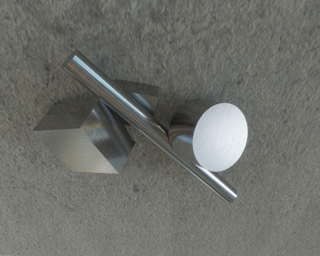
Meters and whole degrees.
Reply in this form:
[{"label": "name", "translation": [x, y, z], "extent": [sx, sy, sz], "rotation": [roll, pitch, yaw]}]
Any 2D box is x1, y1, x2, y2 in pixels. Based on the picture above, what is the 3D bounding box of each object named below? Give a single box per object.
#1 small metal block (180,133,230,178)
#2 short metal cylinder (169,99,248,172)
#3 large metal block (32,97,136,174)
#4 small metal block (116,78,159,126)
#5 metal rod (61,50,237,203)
[{"label": "small metal block", "translation": [0.063, 0.040, 0.445], "extent": [0.050, 0.025, 0.050], "rotation": [19, 128, -16]}, {"label": "short metal cylinder", "translation": [0.058, 0.007, 0.373], "extent": [0.081, 0.050, 0.079], "rotation": [-6, 103, -29]}, {"label": "large metal block", "translation": [-0.090, 0.011, 0.379], "extent": [0.080, 0.050, 0.080], "rotation": [-3, 136, 33]}, {"label": "small metal block", "translation": [-0.031, -0.029, 0.384], "extent": [0.050, 0.025, 0.050], "rotation": [9, 130, -9]}, {"label": "metal rod", "translation": [0.006, 0.015, 0.389], "extent": [0.025, 0.025, 0.300], "rotation": [-34, 123, 25]}]
